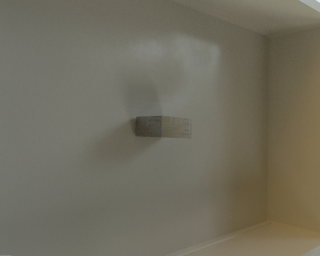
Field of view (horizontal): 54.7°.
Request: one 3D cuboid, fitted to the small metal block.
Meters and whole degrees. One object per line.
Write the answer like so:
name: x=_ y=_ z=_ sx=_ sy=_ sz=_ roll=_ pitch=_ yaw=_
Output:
small metal block: x=0.005 y=-0.001 z=0.392 sx=0.050 sy=0.050 sz=0.025 roll=4 pitch=87 yaw=-40
